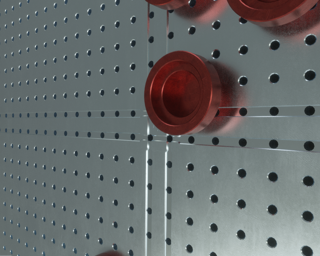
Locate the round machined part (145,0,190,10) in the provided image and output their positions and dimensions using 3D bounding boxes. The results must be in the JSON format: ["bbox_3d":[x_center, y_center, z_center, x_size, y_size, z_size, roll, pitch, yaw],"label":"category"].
[{"bbox_3d":[0.020,-0.195,0.383,0.098,0.042,0.097,0,90,40],"label":"round machined part"}]

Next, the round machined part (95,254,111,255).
[{"bbox_3d":[-0.096,0.251,0.479,0.098,0.042,0.097,0,90,40],"label":"round machined part"}]

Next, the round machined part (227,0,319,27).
[{"bbox_3d":[0.116,-0.148,0.303,0.098,0.042,0.097,0,90,40],"label":"round machined part"}]

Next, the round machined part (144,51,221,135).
[{"bbox_3d":[0.031,-0.040,0.374,0.098,0.042,0.097,0,90,40],"label":"round machined part"}]
